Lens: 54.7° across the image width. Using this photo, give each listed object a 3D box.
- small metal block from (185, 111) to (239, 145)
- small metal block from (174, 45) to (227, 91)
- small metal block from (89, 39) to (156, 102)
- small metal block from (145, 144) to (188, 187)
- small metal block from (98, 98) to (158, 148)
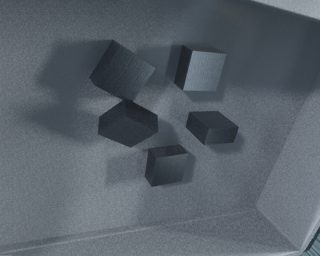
[{"bbox_3d":[0.072,-0.001,0.433,0.050,0.050,0.025,-3,120,-28],"label":"small metal block"},{"bbox_3d":[0.050,-0.075,0.392,0.050,0.025,0.050,-2,120,-28],"label":"small metal block"},{"bbox_3d":[-0.042,-0.062,0.348,0.050,0.025,0.050,26,104,-38],"label":"small metal block"},{"bbox_3d":[0.009,0.054,0.449,0.050,0.025,0.050,-6,121,-26],"label":"small metal block"},{"bbox_3d":[-0.038,-0.004,0.371,0.050,0.025,0.050,-30,139,35],"label":"small metal block"}]
